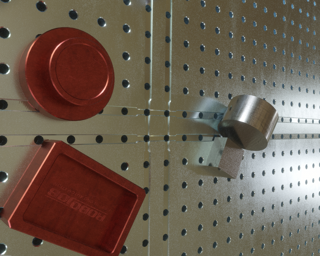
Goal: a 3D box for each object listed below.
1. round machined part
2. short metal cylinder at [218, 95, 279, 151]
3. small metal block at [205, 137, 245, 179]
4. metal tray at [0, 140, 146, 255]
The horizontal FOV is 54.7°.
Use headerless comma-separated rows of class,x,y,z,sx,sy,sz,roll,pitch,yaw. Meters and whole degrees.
round machined part,-0.089,-0.056,0.323,0.099,0.042,0.097,0,90,-40
short metal cylinder,0.139,-0.007,0.489,0.080,0.080,0.050,46,63,-30
small metal block,0.105,0.048,0.497,0.050,0.025,0.050,34,69,-35
metal tray,-0.085,0.081,0.334,0.130,0.030,0.090,38,67,-33
